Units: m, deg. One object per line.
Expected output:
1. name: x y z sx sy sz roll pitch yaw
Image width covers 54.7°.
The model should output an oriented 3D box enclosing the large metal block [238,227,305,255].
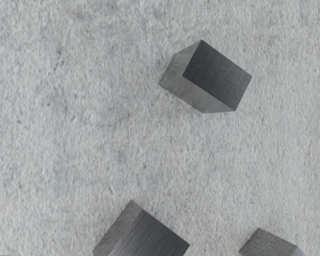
1. large metal block: 0.174 0.201 0.447 0.050 0.080 0.080 -44 104 -15

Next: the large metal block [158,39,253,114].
1. large metal block: 0.055 -0.061 0.401 0.080 0.080 0.050 31 80 -18

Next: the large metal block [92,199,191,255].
1. large metal block: -0.024 0.151 0.388 0.080 0.050 0.080 41 77 -16
